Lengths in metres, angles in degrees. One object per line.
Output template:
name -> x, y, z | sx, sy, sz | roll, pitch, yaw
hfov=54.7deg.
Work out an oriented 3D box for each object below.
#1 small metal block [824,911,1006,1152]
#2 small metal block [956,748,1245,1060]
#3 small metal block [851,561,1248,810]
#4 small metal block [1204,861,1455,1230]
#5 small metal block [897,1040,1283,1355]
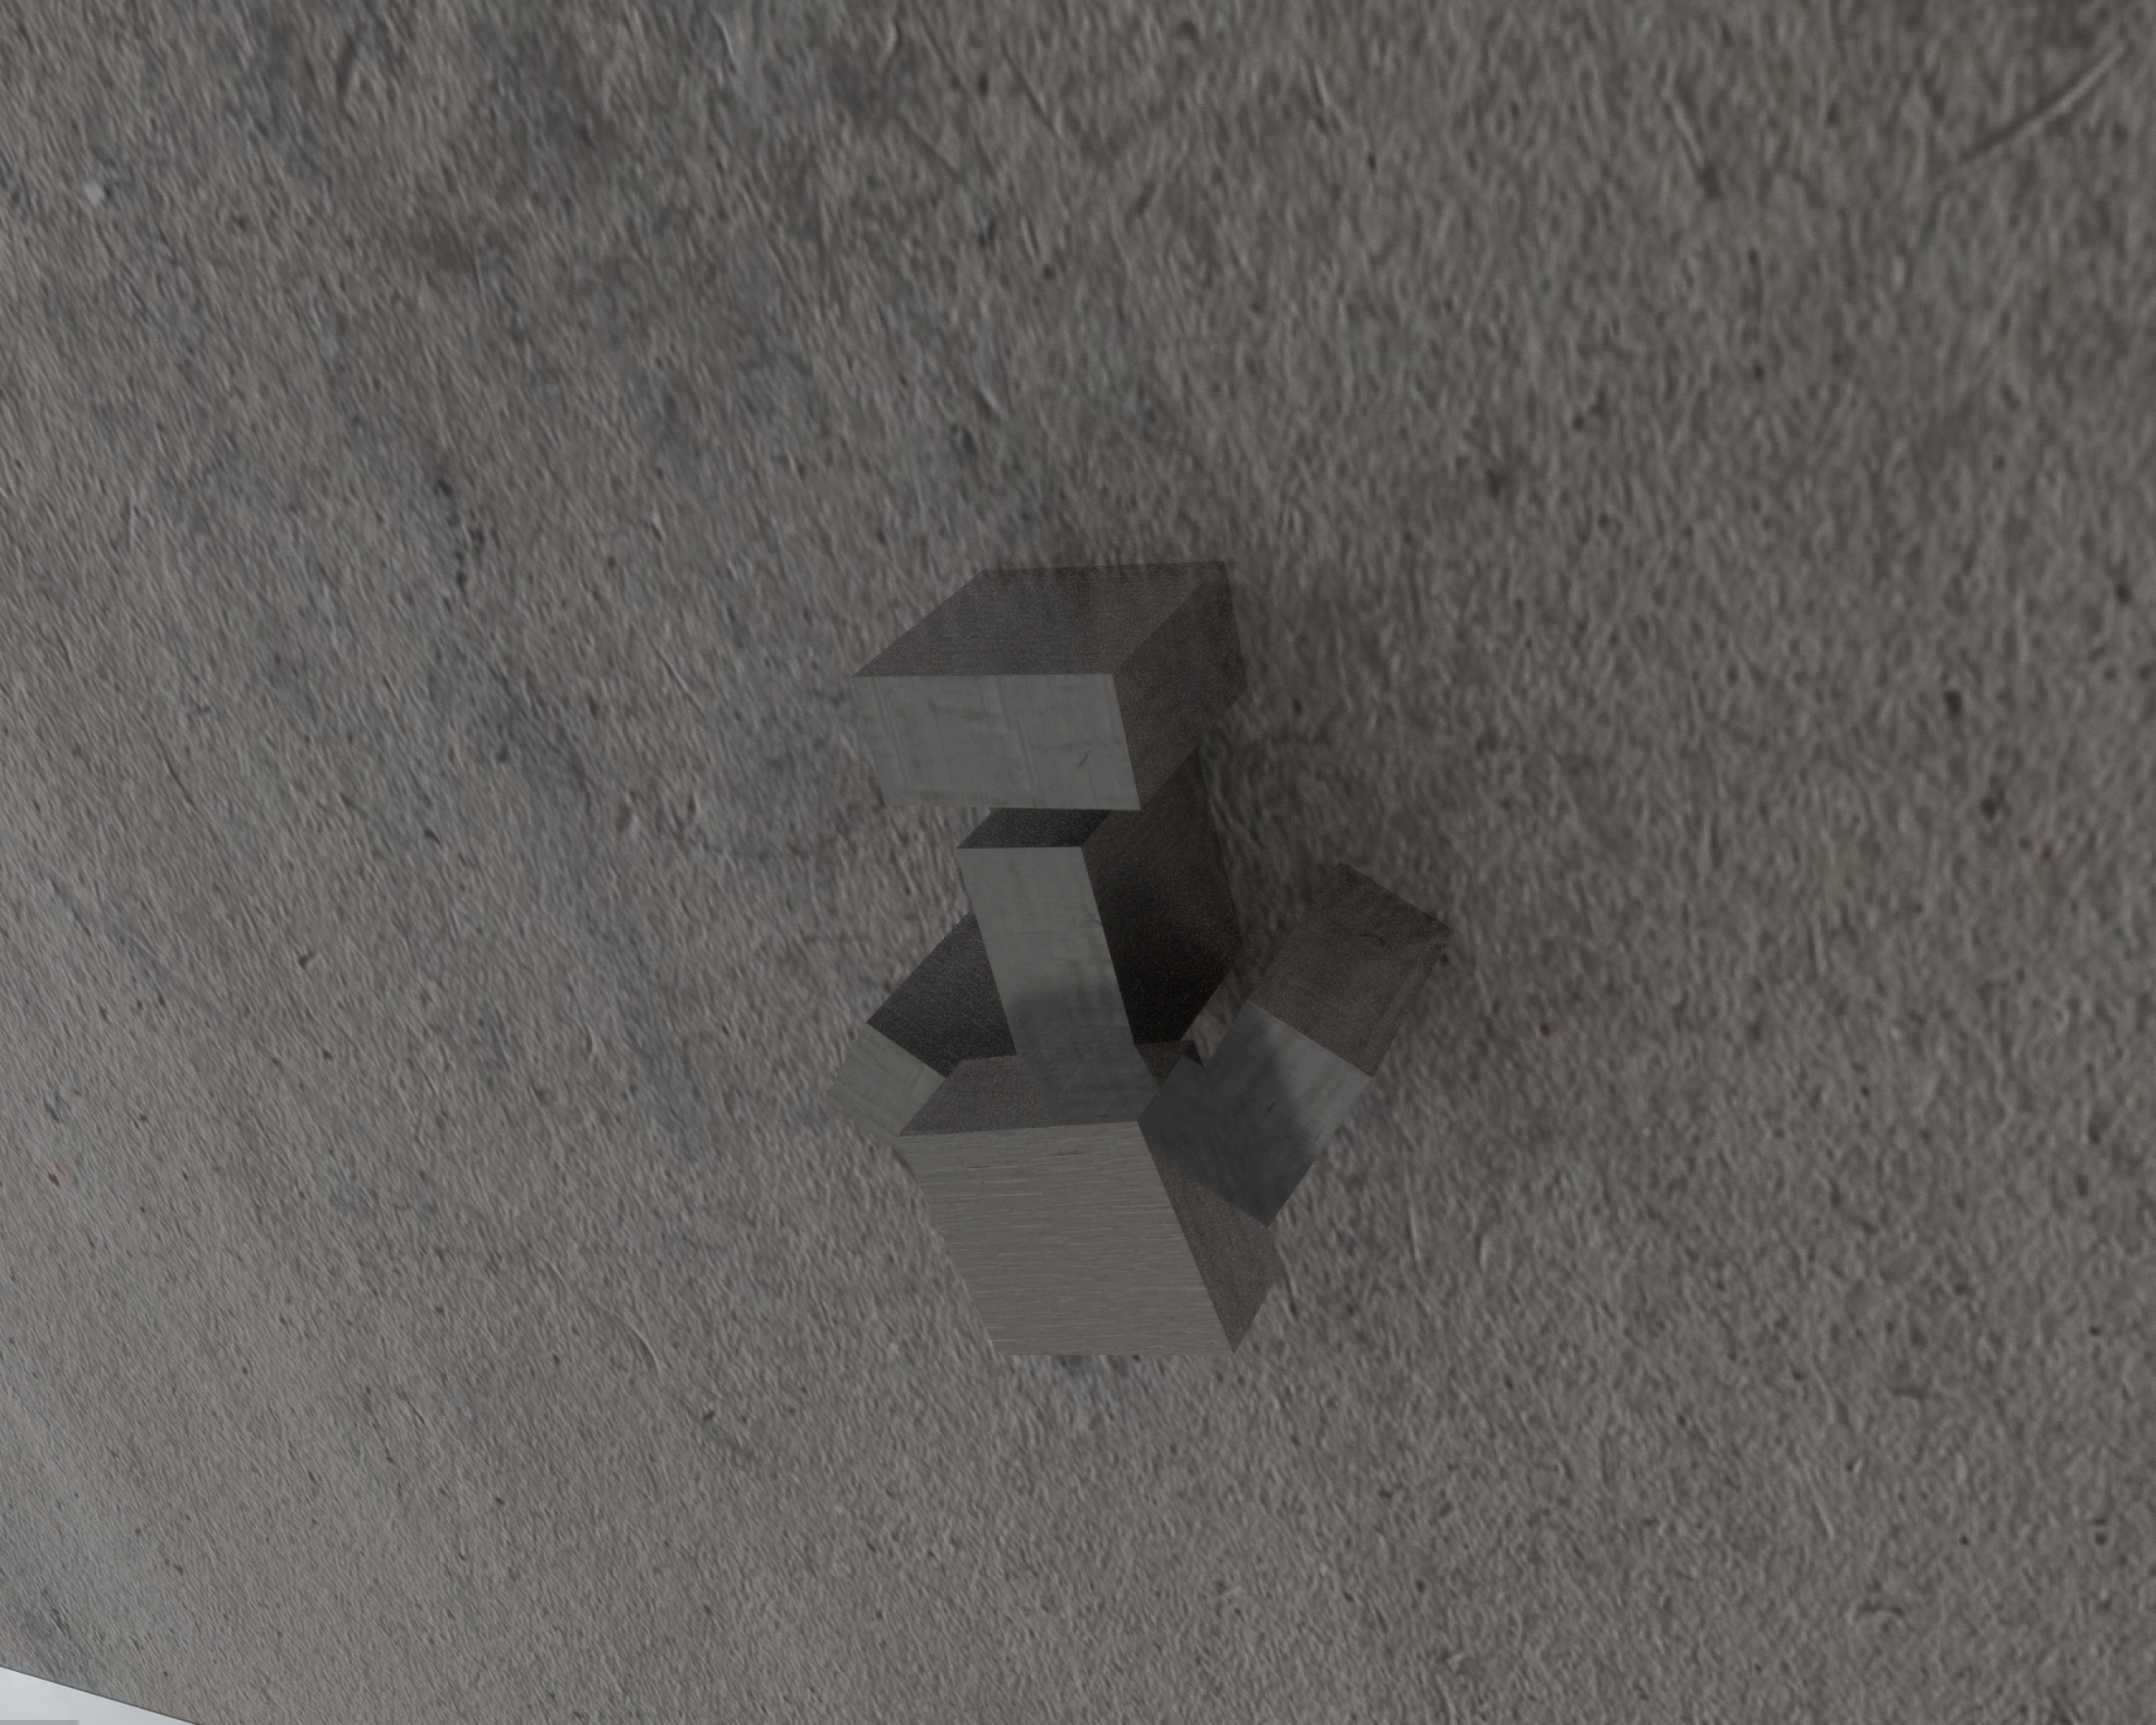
small metal block -> -0.014, 0.041, 0.424 | 0.050, 0.050, 0.025 | 34, 129, 5
small metal block -> 0.006, 0.007, 0.392 | 0.025, 0.050, 0.050 | -1, 118, 29
small metal block -> -0.004, -0.032, 0.373 | 0.050, 0.050, 0.025 | 2, 119, 27
small metal block -> 0.041, 0.035, 0.391 | 0.025, 0.050, 0.050 | 32, 129, 7
small metal block -> 0.003, 0.062, 0.379 | 0.050, 0.025, 0.050 | -8, 114, 32
